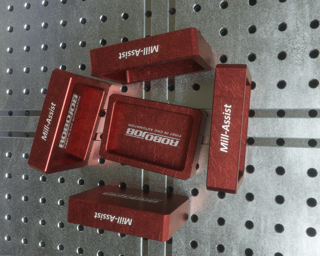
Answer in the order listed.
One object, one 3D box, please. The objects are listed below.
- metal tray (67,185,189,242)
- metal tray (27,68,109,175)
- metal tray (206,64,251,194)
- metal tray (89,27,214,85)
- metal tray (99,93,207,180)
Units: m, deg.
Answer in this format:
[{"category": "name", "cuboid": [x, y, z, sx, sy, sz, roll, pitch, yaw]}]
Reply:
[{"category": "metal tray", "cuboid": [-0.037, 0.102, 0.392, 0.130, 0.090, 0.030, 4, 92, 20]}, {"category": "metal tray", "cuboid": [-0.121, -0.008, 0.421, 0.030, 0.090, 0.129, 19, 96, 19]}, {"category": "metal tray", "cuboid": [0.080, 0.000, 0.350, 0.030, 0.090, 0.129, 5, 92, 20]}, {"category": "metal tray", "cuboid": [-0.008, -0.083, 0.381, 0.130, 0.090, 0.030, -7, 88, 20]}, {"category": "metal tray", "cuboid": [-0.011, 0.009, 0.413, 0.130, 0.030, 0.090, 12, 94, 19]}]
